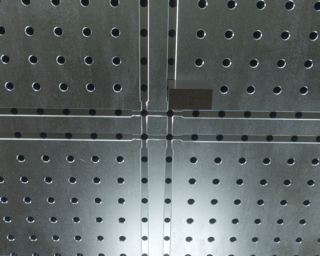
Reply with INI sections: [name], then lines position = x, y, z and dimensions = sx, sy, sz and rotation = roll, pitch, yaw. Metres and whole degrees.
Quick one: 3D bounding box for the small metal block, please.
[small metal block]
position = 0.036, -0.042, 0.385
dimensions = 0.050, 0.050, 0.025
rotation = 0, 110, 0
